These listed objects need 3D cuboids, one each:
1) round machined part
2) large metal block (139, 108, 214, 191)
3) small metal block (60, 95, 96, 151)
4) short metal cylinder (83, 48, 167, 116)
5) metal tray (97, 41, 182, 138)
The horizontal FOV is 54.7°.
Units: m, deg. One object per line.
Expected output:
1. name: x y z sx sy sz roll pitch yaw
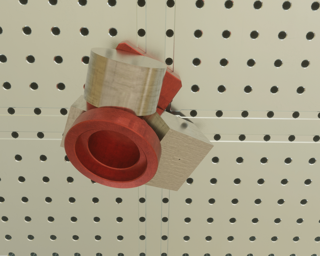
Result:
1. round machined part: -0.047 0.017 0.330 0.098 0.042 0.097 7 131 8
2. large metal block: 0.006 0.028 0.391 0.080 0.050 0.080 21 112 -41
3. small metal block: -0.092 -0.006 0.363 0.025 0.050 0.050 18 109 -7
4. short metal cylinder: -0.037 -0.051 0.332 0.081 0.080 0.050 13 110 -5
5. metal tray: -0.045 -0.033 0.398 0.090 0.030 0.129 33 106 -12
